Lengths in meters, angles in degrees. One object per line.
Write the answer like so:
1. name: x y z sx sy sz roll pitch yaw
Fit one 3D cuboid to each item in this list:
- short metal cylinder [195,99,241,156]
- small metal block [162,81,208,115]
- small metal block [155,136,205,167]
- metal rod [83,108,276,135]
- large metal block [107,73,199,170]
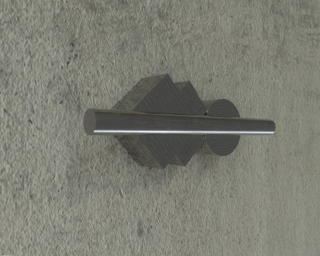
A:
1. short metal cylinder: 0.073 -0.001 0.450 0.081 0.050 0.080 0 90 -40
2. small metal block: 0.027 -0.033 0.413 0.025 0.050 0.050 -50 120 -28
3. small metal block: 0.023 0.022 0.410 0.050 0.050 0.025 -50 120 -28
4. metal rod: 0.051 -0.003 0.381 0.302 0.025 0.025 1 90 -40
5. large metal block: -0.009 -0.008 0.380 0.080 0.050 0.080 -50 119 -28
